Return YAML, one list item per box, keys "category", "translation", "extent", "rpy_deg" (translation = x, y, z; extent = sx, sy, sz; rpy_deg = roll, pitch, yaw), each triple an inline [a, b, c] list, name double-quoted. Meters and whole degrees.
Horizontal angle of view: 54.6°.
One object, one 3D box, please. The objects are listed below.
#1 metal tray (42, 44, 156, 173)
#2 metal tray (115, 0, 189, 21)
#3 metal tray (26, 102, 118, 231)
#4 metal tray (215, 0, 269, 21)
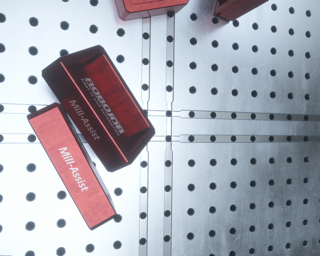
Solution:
- category: "metal tray"
  translation: [-0.063, -0.026, 0.357]
  extent: [0.030, 0.090, 0.130]
  rpy_deg: [-26, 102, 27]
- category: "metal tray"
  translation: [-0.022, -0.214, 0.401]
  extent: [0.091, 0.030, 0.129]
  rpy_deg: [-17, 96, -19]
- category: "metal tray"
  translation: [-0.094, 0.037, 0.341]
  extent: [0.030, 0.090, 0.130]
  rpy_deg: [-28, 99, -11]
- category: "metal tray"
  translation: [0.123, -0.224, 0.422]
  extent: [0.030, 0.090, 0.129]
  rpy_deg: [15, 85, -19]
